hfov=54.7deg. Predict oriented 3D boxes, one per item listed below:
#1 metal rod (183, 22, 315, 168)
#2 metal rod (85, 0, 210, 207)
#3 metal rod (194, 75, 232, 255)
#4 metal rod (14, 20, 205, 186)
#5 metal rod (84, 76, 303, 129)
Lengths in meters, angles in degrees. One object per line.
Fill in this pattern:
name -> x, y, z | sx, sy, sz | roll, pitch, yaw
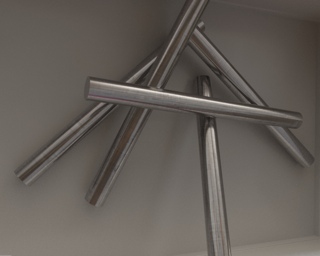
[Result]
metal rod -> 0.131, -0.040, 0.444 | 0.300, 0.025, 0.025 | 42, 77, -21
metal rod -> -0.012, -0.042, 0.372 | 0.025, 0.025, 0.299 | 27, 94, -18
metal rod -> 0.062, 0.066, 0.366 | 0.025, 0.025, 0.299 | 10, 61, -20
metal rod -> -0.052, -0.043, 0.391 | 0.301, 0.025, 0.025 | -44, 104, -15
metal rod -> 0.061, -0.026, 0.381 | 0.302, 0.025, 0.025 | 6, 88, -26
